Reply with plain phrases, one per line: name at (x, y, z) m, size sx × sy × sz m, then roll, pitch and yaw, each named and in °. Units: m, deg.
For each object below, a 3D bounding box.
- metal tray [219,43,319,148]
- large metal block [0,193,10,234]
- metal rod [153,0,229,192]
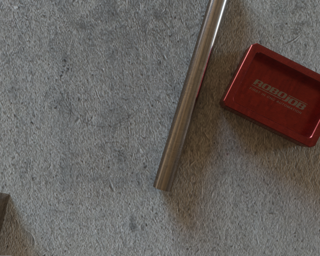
metal tray at (0.157, -0.042, 0.408) m, size 0.130 × 0.030 × 0.090 m, roll 26°, pitch 90°, yaw 0°
large metal block at (-0.253, 0.120, 0.395) m, size 0.080 × 0.050 × 0.080 m, roll 13°, pitch 90°, yaw 0°
metal rod at (0.046, -0.063, 0.410) m, size 0.025 × 0.025 × 0.298 m, roll 17°, pitch 90°, yaw 0°
